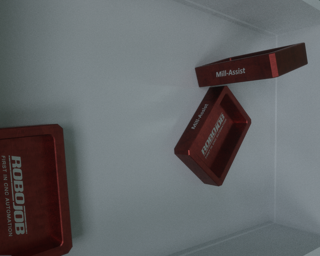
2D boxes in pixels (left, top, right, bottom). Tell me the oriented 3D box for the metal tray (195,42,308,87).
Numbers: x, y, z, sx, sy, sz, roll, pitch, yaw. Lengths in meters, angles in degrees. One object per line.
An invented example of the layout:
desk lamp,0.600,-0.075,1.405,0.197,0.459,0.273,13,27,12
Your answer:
metal tray,0.127,-0.089,0.444,0.091,0.130,0.030,-24,105,-38

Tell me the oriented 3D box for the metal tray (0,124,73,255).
metal tray,-0.135,0.064,0.289,0.091,0.030,0.129,-6,94,-40

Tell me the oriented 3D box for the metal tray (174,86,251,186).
metal tray,0.085,0.011,0.474,0.090,0.030,0.130,47,62,-30
